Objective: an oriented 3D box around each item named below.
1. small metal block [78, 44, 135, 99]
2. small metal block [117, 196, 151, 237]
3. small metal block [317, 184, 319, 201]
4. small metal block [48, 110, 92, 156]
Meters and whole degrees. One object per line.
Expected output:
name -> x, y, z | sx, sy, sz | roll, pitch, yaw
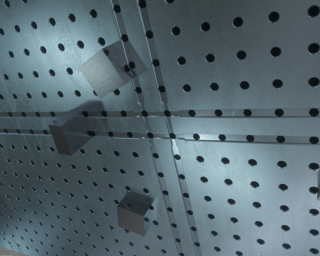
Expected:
small metal block -> -0.070, -0.073, 0.404 | 0.050, 0.025, 0.050 | -25, 105, 37
small metal block -> -0.044, 0.151, 0.528 | 0.050, 0.025, 0.050 | 15, 125, 20
small metal block -> 0.211, 0.066, 0.341 | 0.050, 0.025, 0.050 | 24, 127, 13
small metal block -> -0.135, 0.006, 0.471 | 0.025, 0.050, 0.050 | 4, 121, 26
